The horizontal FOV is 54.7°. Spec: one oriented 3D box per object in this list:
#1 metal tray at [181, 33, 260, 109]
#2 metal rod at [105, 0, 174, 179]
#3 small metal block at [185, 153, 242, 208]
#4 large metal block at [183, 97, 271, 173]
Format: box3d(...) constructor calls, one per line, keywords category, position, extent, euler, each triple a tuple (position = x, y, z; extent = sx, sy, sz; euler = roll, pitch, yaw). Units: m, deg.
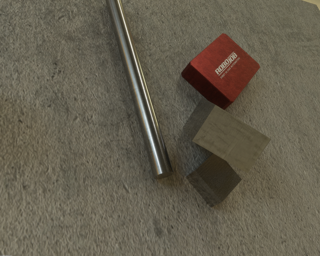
box3d(category="metal tray", position=(0.105, -0.097, 0.519), extent=(0.090, 0.030, 0.131), euler=(43, 51, 1))
box3d(category="metal rod", position=(-0.035, -0.074, 0.431), extent=(0.025, 0.025, 0.299), euler=(-3, 63, -30))
box3d(category="small metal block", position=(0.070, 0.066, 0.404), extent=(0.050, 0.025, 0.050), euler=(-35, 82, -38))
box3d(category="large metal block", position=(0.083, 0.006, 0.404), extent=(0.080, 0.050, 0.080), euler=(30, 8, -9))
